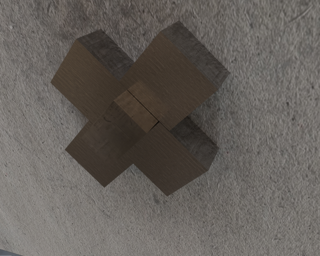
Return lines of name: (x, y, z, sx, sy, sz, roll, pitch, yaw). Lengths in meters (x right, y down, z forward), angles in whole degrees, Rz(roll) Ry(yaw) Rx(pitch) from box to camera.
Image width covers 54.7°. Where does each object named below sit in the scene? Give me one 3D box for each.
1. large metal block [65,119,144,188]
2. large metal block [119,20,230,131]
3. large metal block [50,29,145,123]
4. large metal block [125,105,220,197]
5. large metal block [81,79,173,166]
large metal block: (-0.076, 0.027, 0.446, 0.080, 0.050, 0.080, 45, 129, -4)
large metal block: (0.016, -0.057, 0.346, 0.080, 0.050, 0.080, 45, 129, -4)
large metal block: (-0.078, -0.063, 0.392, 0.080, 0.050, 0.080, 45, 129, -4)
large metal block: (0.015, 0.030, 0.401, 0.080, 0.050, 0.080, 45, 129, -4)
large metal block: (-0.038, -0.010, 0.385, 0.050, 0.080, 0.080, 45, 129, -4)
